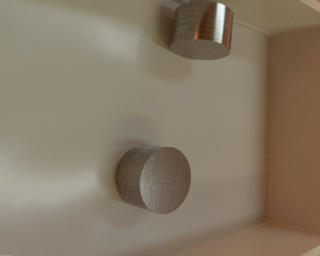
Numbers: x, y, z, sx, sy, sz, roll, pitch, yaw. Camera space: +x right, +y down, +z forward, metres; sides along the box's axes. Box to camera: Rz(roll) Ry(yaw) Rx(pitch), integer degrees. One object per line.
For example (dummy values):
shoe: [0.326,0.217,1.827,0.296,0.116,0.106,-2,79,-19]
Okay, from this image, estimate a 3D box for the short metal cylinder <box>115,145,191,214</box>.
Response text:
short metal cylinder: [-0.008,0.062,0.386,0.081,0.050,0.079,0,90,-40]

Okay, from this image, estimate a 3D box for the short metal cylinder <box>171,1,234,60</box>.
short metal cylinder: [0.057,-0.129,0.421,0.081,0.080,0.050,11,83,-40]
